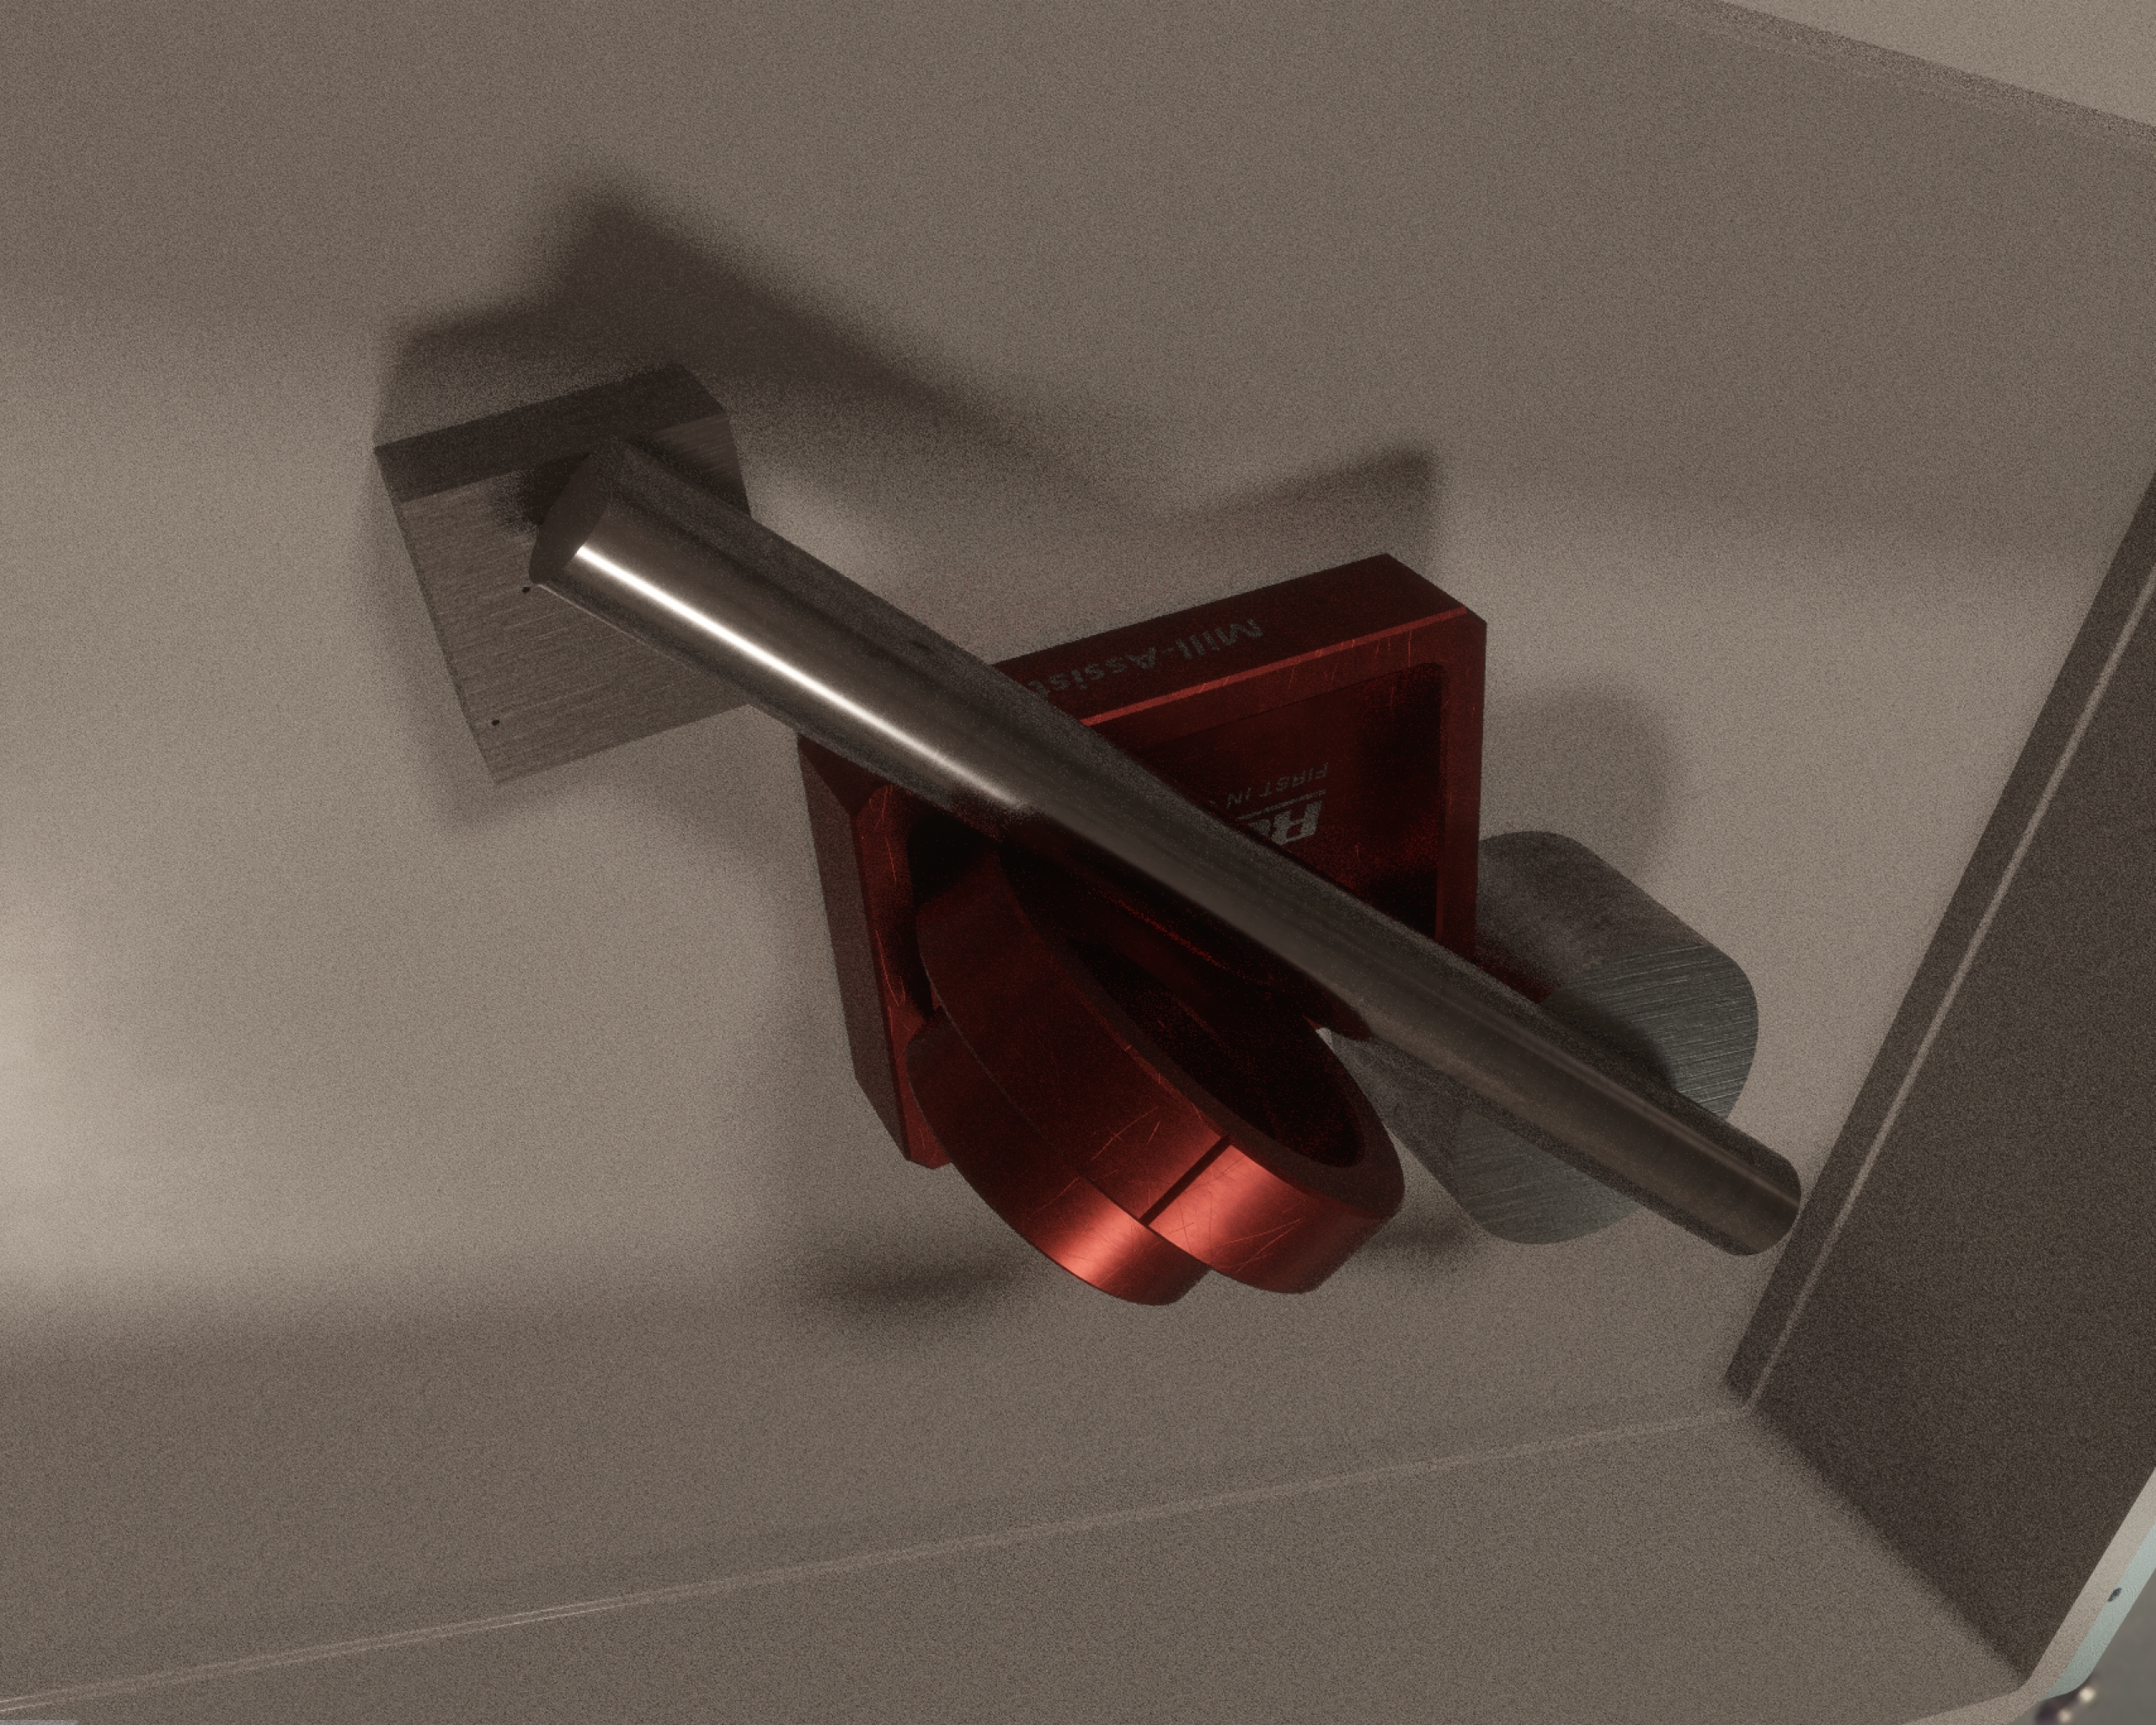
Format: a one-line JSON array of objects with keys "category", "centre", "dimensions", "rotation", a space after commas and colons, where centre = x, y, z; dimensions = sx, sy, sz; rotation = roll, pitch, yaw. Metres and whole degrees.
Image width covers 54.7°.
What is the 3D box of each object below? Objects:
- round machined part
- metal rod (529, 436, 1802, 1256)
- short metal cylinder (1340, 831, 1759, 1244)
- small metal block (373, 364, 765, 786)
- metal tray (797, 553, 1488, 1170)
[{"category": "round machined part", "centre": [0.008, 0.040, 0.374], "dimensions": [0.098, 0.098, 0.042], "rotation": [31, 109, -38]}, {"category": "metal rod", "centre": [0.038, 0.012, 0.384], "dimensions": [0.301, 0.025, 0.025], "rotation": [30, 102, -32]}, {"category": "short metal cylinder", "centre": [0.106, 0.040, 0.475], "dimensions": [0.081, 0.050, 0.079], "rotation": [-14, 125, -21]}, {"category": "small metal block", "centre": [-0.079, -0.047, 0.336], "dimensions": [0.050, 0.025, 0.050], "rotation": [-20, 127, -17]}, {"category": "metal tray", "centre": [0.017, -0.001, 0.413], "dimensions": [0.131, 0.030, 0.089], "rotation": [-18, 126, -19]}]
